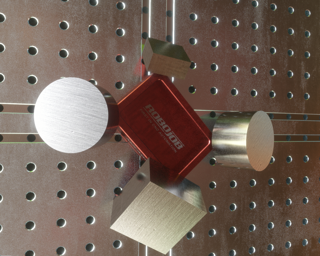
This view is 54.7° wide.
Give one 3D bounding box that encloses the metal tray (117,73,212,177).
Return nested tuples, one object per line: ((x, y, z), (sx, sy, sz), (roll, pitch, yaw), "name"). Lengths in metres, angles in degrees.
((0.004, 0.001, 0.411), (0.090, 0.030, 0.130), (-43, 104, -15), "metal tray")

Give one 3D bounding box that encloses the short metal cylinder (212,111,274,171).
((0.115, 0.017, 0.425), (0.081, 0.050, 0.079), (-1, 91, -46), "short metal cylinder")

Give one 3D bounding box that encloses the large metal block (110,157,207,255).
((-0.003, 0.096, 0.380), (0.080, 0.050, 0.080), (33, 110, -18), "large metal block")

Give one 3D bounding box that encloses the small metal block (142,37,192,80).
((0.007, -0.090, 0.399), (0.050, 0.050, 0.025), (10, 125, -20), "small metal block")

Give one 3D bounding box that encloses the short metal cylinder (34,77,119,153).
((-0.091, -0.014, 0.350), (0.080, 0.050, 0.079), (0, 91, 5), "short metal cylinder")
